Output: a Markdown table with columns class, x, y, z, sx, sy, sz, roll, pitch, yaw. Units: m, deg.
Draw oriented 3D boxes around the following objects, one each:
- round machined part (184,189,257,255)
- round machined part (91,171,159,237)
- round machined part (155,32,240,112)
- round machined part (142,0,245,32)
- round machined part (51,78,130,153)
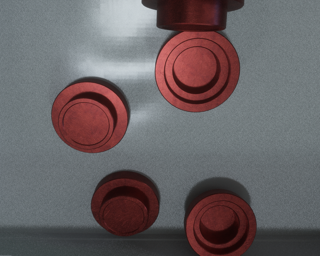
| class | x | y | z | sx | sy | sz | roll | pitch | yaw |
| --- | --- | --- | --- | --- | --- | --- | --- | --- | --- |
| round machined part | 0.083 | 0.135 | 0.444 | 0.099 | 0.042 | 0.097 | 0 | 94 | -3 |
| round machined part | -0.050 | 0.115 | 0.444 | 0.099 | 0.042 | 0.097 | 0 | 110 | 0 |
| round machined part | 0.043 | -0.072 | 0.376 | 0.099 | 0.042 | 0.097 | 0 | 110 | 0 |
| round machined part | 0.031 | -0.119 | 0.302 | 0.099 | 0.098 | 0.042 | 2 | 102 | -1 |
| round machined part | -0.090 | -0.012 | 0.397 | 0.099 | 0.042 | 0.097 | 0 | 110 | 0 |
